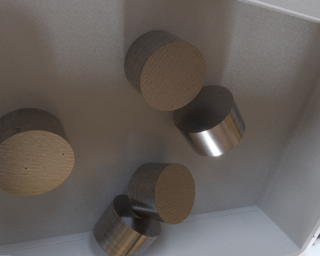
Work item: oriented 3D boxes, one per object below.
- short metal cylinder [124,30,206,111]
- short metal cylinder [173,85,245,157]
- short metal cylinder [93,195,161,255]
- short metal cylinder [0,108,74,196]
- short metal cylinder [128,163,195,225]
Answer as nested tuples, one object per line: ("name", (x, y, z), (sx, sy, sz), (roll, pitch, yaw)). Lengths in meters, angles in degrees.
("short metal cylinder", (0.005, -0.066, 0.356), (0.081, 0.050, 0.079), (-14, 124, -21))
("short metal cylinder", (0.064, -0.010, 0.404), (0.080, 0.080, 0.050), (-38, 130, -3))
("short metal cylinder", (-0.045, 0.140, 0.436), (0.080, 0.080, 0.050), (27, 105, -38))
("short metal cylinder", (-0.138, 0.025, 0.333), (0.081, 0.050, 0.079), (-14, 125, -21))
("short metal cylinder", (0.004, 0.088, 0.427), (0.081, 0.050, 0.080), (6, 82, -45))
